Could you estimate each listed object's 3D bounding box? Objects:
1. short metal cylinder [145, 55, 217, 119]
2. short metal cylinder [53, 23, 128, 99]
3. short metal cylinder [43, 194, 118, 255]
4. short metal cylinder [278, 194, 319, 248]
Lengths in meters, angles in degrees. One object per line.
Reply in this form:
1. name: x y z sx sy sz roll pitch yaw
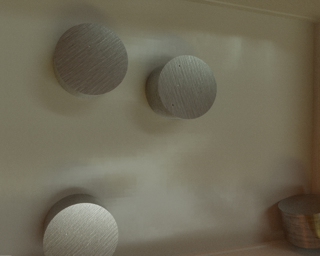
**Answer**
1. short metal cylinder: 0.027 -0.051 0.408 0.081 0.050 0.079 0 90 -21
2. short metal cylinder: -0.083 -0.076 0.367 0.081 0.050 0.079 0 90 -21
3. short metal cylinder: -0.094 0.122 0.363 0.081 0.050 0.079 0 90 -21
4. short metal cylinder: 0.225 0.138 0.467 0.081 0.080 0.050 -14 95 -20
